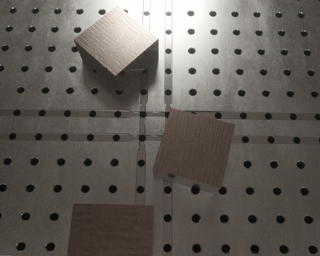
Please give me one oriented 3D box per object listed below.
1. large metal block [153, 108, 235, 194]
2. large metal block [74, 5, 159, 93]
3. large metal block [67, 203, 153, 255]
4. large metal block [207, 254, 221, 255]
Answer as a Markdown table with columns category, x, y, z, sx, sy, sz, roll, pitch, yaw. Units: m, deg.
| category | x | y | z | sx | sy | sz | roll | pitch | yaw |
| --- | --- | --- | --- | --- | --- | --- | --- | --- | --- |
| large metal block | 0.041 | 0.030 | 0.388 | 0.080 | 0.050 | 0.080 | 15 | 71 | 5 |
| large metal block | -0.059 | -0.111 | 0.438 | 0.080 | 0.050 | 0.080 | 42 | 75 | 13 |
| large metal block | -0.048 | 0.114 | 0.340 | 0.081 | 0.080 | 0.050 | 1 | 70 | 0 |
| large metal block | 0.051 | 0.179 | 0.318 | 0.050 | 0.080 | 0.080 | -14 | 71 | -5 |
